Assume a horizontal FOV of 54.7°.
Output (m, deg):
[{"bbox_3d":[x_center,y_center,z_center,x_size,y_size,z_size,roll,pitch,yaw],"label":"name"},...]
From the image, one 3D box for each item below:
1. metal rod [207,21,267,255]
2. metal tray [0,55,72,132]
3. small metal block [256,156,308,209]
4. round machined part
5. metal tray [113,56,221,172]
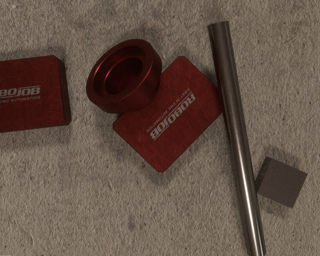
[{"bbox_3d":[0.098,0.021,0.388,0.025,0.025,0.298,-12,99,0],"label":"metal rod"},{"bbox_3d":[-0.189,-0.041,0.405,0.131,0.030,0.089,-7,90,-1],"label":"metal tray"},{"bbox_3d":[0.158,0.072,0.412,0.050,0.025,0.050,24,90,-1],"label":"small metal block"},{"bbox_3d":[-0.039,-0.059,0.384,0.098,0.042,0.098,-17,53,24],"label":"round machined part"},{"bbox_3d":[0.014,-0.018,0.408,0.090,0.030,0.130,44,90,-1],"label":"metal tray"}]
